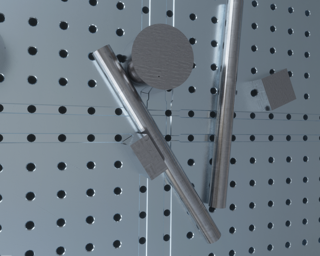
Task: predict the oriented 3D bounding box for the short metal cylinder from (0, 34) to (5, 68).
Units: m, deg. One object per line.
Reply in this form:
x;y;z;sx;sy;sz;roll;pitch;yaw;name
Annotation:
-0.209;-0.088;0.322;0.081;0.050;0.079;0;90;-20;short metal cylinder

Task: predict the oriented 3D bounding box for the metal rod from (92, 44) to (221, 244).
0.001;0.029;0.412;0.025;0.025;0.299;-34;101;-17;metal rod

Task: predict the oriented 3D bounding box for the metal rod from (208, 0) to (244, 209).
0.095;-0.036;0.447;0.025;0.025;0.298;6;88;-20;metal rod

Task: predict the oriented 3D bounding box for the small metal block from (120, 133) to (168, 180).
-0.021;0.035;0.392;0.025;0.050;0.050;-34;101;-17;small metal block

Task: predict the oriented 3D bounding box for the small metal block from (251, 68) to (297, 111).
0.175;-0.058;0.477;0.050;0.025;0.050;-24;98;-19;small metal block

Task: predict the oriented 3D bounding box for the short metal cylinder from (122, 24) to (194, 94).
-0.004;-0.086;0.398;0.081;0.050;0.079;0;90;-20;short metal cylinder
